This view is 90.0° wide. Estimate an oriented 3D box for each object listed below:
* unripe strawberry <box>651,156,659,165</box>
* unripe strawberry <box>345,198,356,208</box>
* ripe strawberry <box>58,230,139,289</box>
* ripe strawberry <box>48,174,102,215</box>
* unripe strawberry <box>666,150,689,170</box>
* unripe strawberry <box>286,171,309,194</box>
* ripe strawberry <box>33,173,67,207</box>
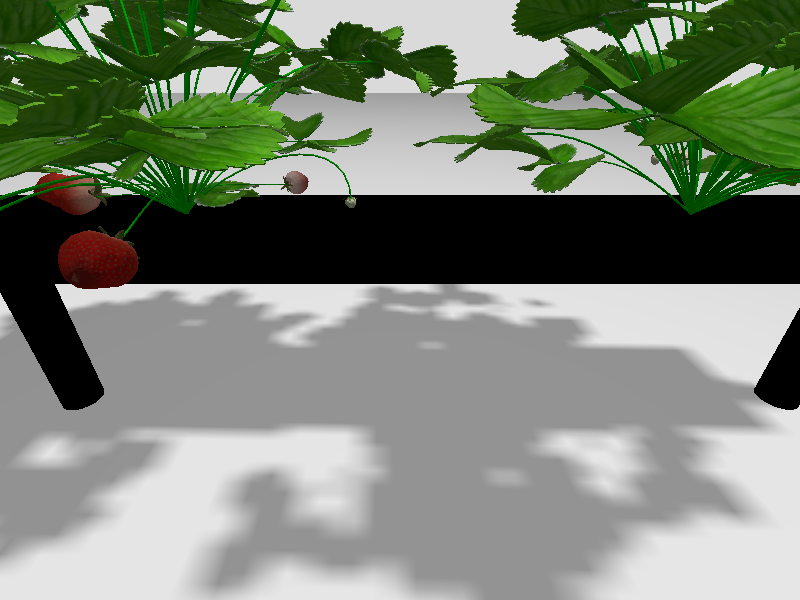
[{"bbox_3d":[0.330,-0.180,0.517,0.011,0.012,0.011,10,31,18],"label":"unripe strawberry"},{"bbox_3d":[-0.044,-0.087,0.359,0.010,0.010,0.009,-1,29,-2],"label":"unripe strawberry"},{"bbox_3d":[-0.168,-0.021,0.221,0.037,0.032,0.037,-4,30,-7],"label":"ripe strawberry"},{"bbox_3d":[-0.283,-0.092,0.349,0.038,0.032,0.038,-1,29,0],"label":"ripe strawberry"},{"bbox_3d":[0.361,-0.181,0.519,0.027,0.024,0.025,14,22,24],"label":"unripe strawberry"},{"bbox_3d":[-0.107,-0.123,0.419,0.024,0.023,0.022,-23,37,-37],"label":"unripe strawberry"},{"bbox_3d":[-0.318,-0.101,0.369,0.031,0.030,0.034,4,29,9],"label":"ripe strawberry"}]
